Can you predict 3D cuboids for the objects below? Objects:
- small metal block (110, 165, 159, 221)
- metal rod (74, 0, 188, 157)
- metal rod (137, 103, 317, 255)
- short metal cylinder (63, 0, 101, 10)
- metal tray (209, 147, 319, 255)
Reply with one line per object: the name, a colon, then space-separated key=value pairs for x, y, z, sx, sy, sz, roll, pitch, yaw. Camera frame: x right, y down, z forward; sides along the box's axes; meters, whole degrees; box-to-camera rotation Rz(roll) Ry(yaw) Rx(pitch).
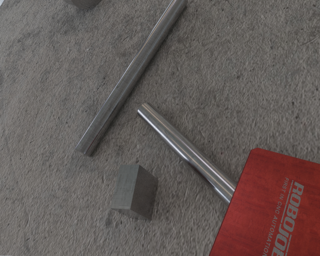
small metal block: x=-0.028 y=0.075 z=0.357 sx=0.025 sy=0.050 sz=0.050 roll=-4 pitch=60 yaw=26
metal rod: x=-0.038 y=-0.090 z=0.478 sx=0.025 sy=0.025 sz=0.300 roll=20 pitch=72 yaw=35
metal rod: x=0.063 y=0.057 z=0.335 sx=0.025 sy=0.025 sz=0.300 roll=-44 pitch=51 yaw=-2
short metal cylinder: x=-0.163 y=-0.288 z=0.631 sx=0.050 sy=0.080 sz=0.080 roll=33 pitch=80 yaw=38
metal tray: x=0.104 y=0.084 z=0.263 sx=0.090 sy=0.030 sz=0.130 roll=15 pitch=53 yaw=25
